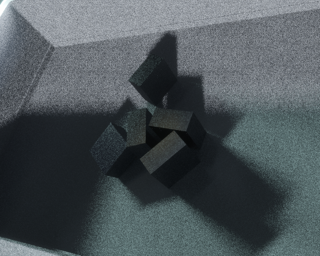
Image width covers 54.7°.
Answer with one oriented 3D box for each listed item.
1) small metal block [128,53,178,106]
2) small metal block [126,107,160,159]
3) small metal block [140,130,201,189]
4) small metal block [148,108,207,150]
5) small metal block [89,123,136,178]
[{"bbox_3d":[-0.009,-0.067,0.434,0.025,0.050,0.050,33,80,38],"label":"small metal block"},{"bbox_3d":[-0.018,0.010,0.392,0.025,0.050,0.050,-14,56,20],"label":"small metal block"},{"bbox_3d":[0.013,0.038,0.359,0.050,0.050,0.025,-40,51,1],"label":"small metal block"},{"bbox_3d":[0.022,0.001,0.376,0.050,0.050,0.025,9,66,31],"label":"small metal block"},{"bbox_3d":[-0.060,0.030,0.410,0.050,0.025,0.050,-51,50,10],"label":"small metal block"}]
